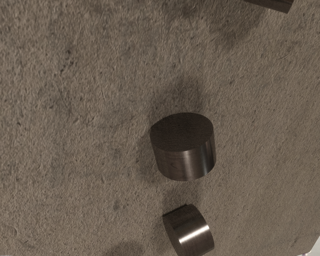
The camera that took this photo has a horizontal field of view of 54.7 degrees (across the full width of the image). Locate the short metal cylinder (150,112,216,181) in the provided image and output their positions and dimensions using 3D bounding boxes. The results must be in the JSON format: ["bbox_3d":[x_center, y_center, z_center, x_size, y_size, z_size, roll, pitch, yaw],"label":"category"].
[{"bbox_3d":[0.031,0.023,0.404,0.081,0.080,0.050,-23,127,-15],"label":"short metal cylinder"}]

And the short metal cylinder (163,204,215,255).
[{"bbox_3d":[0.045,0.171,0.504,0.050,0.080,0.080,-22,127,-16],"label":"short metal cylinder"}]

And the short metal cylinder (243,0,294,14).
[{"bbox_3d":[0.128,-0.170,0.330,0.080,0.050,0.080,21,91,-79],"label":"short metal cylinder"}]
